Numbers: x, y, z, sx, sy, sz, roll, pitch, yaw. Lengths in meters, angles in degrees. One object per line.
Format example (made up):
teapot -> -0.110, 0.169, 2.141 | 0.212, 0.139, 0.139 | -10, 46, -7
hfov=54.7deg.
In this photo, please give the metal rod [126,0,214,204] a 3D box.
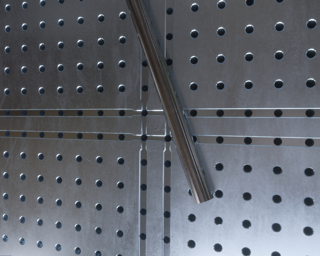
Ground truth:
metal rod -> 0.009, -0.049, 0.408 | 0.025, 0.025, 0.299 | -21, 83, 18
